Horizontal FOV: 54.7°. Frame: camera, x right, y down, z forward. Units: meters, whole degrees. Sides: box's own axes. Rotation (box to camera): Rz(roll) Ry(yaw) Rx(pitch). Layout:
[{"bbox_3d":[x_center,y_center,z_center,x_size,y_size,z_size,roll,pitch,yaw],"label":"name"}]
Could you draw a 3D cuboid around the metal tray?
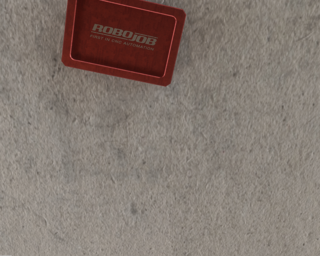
[{"bbox_3d":[-0.043,-0.107,0.366,0.131,0.030,0.089,11,110,-5],"label":"metal tray"}]
